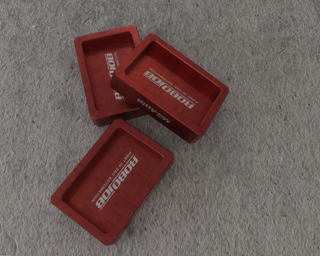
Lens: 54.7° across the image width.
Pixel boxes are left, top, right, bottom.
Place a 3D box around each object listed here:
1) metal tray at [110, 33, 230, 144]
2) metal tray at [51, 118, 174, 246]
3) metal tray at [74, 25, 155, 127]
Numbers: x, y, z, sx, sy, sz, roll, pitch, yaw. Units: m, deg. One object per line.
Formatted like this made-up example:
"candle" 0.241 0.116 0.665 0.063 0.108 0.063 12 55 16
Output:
"metal tray" 0.015 -0.052 0.398 0.130 0.030 0.090 36 59 -2
"metal tray" -0.055 0.063 0.381 0.090 0.030 0.130 34 73 11
"metal tray" -0.061 -0.075 0.431 0.091 0.030 0.130 -14 71 -5
